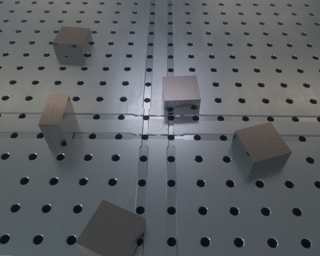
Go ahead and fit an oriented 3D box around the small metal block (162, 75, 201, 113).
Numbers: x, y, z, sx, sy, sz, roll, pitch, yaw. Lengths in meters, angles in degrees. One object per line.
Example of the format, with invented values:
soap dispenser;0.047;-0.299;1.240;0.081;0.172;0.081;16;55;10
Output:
small metal block;0.030;-0.049;0.450;0.050;0.025;0.050;-2;50;-2

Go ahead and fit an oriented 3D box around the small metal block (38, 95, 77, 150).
small metal block;-0.129;-0.007;0.397;0.025;0.050;0.050;1;50;1

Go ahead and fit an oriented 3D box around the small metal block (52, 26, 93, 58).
small metal block;-0.149;-0.148;0.532;0.050;0.025;0.050;6;50;5

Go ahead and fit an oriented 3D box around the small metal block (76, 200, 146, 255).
small metal block;-0.048;0.109;0.316;0.050;0.025;0.050;19;53;15

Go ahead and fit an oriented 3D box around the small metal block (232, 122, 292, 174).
small metal block;0.126;0.024;0.388;0.050;0.025;0.050;-13;51;-11
